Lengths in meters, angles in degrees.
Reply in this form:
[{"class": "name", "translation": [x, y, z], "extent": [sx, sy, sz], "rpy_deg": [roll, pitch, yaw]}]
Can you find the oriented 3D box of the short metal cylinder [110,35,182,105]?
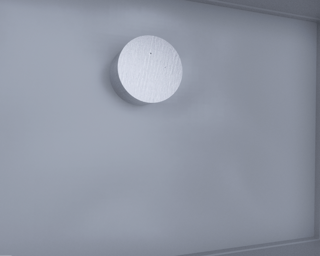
[{"class": "short metal cylinder", "translation": [-0.019, -0.070, 0.390], "extent": [0.081, 0.050, 0.080], "rpy_deg": [0, 90, -20]}]
